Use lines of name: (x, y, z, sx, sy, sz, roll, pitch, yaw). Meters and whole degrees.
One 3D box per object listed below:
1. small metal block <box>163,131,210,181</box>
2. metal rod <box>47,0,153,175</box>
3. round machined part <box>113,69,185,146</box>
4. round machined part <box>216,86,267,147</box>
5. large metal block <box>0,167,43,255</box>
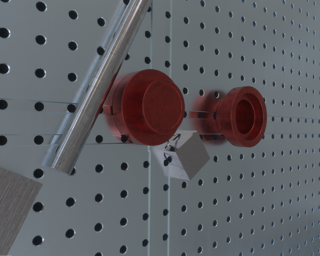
small metal block: (0.039, 0.038, 0.442, 0.050, 0.025, 0.050, -41, 115, -32)
metal rod: (-0.052, -0.089, 0.365, 0.025, 0.025, 0.299, 34, 69, -35)
round machined part: (-0.007, -0.026, 0.392, 0.099, 0.042, 0.097, 0, 90, -40)
round machined part: (0.130, -0.018, 0.507, 0.099, 0.042, 0.097, 0, 90, -40)
large metal block: (-0.161, 0.066, 0.258, 0.080, 0.050, 0.080, 34, 69, -35)
